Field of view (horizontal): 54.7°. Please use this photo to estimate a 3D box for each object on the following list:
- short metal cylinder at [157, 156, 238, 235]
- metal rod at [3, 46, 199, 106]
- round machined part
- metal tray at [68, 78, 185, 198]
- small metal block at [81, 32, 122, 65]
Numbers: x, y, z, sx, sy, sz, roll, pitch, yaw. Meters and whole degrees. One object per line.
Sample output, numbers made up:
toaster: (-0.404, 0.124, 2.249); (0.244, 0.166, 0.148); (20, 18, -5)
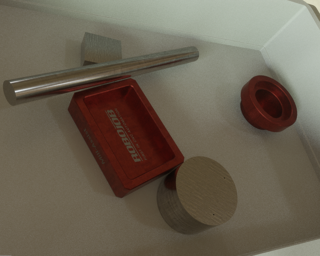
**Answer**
short metal cylinder: (0.043, 0.080, 0.366); (0.081, 0.050, 0.080); (14, 56, -21)
metal rod: (-0.044, -0.077, 0.399); (0.302, 0.025, 0.025); (-24, 75, -45)
round machined part: (0.174, -0.036, 0.513); (0.099, 0.042, 0.098); (14, 56, -21)
metal tray: (-0.041, 0.007, 0.377); (0.091, 0.030, 0.130); (-22, 74, -36)
small metal block: (-0.080, -0.098, 0.424); (0.050, 0.025, 0.050); (8, 58, -25)
